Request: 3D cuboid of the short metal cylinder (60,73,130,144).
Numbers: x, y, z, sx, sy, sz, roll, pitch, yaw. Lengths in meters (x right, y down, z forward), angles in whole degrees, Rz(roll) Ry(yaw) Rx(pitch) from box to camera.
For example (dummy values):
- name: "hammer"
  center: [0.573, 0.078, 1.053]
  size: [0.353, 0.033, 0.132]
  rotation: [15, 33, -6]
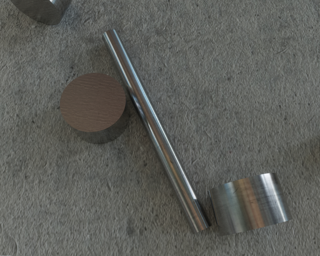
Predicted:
- name: "short metal cylinder"
  center: [-0.082, -0.024, 0.403]
  size: [0.081, 0.050, 0.080]
  rotation: [0, 70, 0]

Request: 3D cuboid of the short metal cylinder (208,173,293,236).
- name: "short metal cylinder"
  center: [0.099, 0.086, 0.348]
  size: [0.081, 0.080, 0.050]
  rotation: [-12, 71, -4]

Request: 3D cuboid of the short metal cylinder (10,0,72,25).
- name: "short metal cylinder"
  center: [-0.171, -0.197, 0.449]
  size: [0.080, 0.080, 0.050]
  rotation: [18, 71, 6]

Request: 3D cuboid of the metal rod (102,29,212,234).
- name: "metal rod"
  center: [-0.012, -0.008, 0.410]
  size: [0.025, 0.025, 0.299]
  rotation: [-23, 72, -8]
